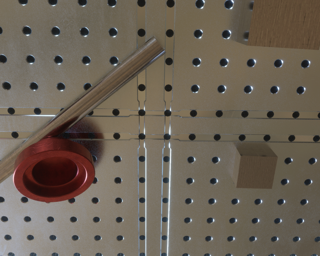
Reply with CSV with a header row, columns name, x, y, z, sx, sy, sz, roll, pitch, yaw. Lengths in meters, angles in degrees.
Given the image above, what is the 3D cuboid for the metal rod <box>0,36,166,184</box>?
name,x,y,z,sx,sy,sz,roll,pitch,yaw
metal rod,-0.118,-0.015,0.406,0.300,0.025,0.025,-36,107,12

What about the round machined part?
name,x,y,z,sx,sy,sz,roll,pitch,yaw
round machined part,-0.138,0.050,0.408,0.099,0.042,0.097,-11,132,-12

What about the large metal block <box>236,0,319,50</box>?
name,x,y,z,sx,sy,sz,roll,pitch,yaw
large metal block,0.139,-0.135,0.352,0.081,0.050,0.079,3,110,-2

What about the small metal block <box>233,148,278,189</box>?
name,x,y,z,sx,sy,sz,roll,pitch,yaw
small metal block,0.133,0.057,0.436,0.050,0.025,0.050,2,110,-1
